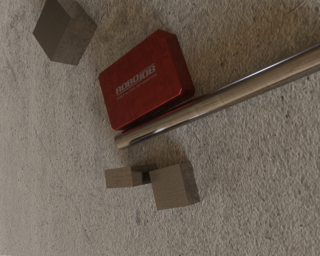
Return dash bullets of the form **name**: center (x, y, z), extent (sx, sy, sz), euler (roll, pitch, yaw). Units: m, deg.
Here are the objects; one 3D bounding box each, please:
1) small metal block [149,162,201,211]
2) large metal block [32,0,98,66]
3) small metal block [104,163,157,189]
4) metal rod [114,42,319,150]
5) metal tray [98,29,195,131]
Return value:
- **small metal block**: center (0.018, 0.073, 0.389), extent (0.050, 0.025, 0.050), euler (-21, 77, 38)
- **large metal block**: center (-0.160, -0.164, 0.518), extent (0.080, 0.050, 0.080), euler (52, 120, 27)
- **small metal block**: center (-0.038, 0.064, 0.418), extent (0.050, 0.050, 0.025), euler (-12, 83, 39)
- **metal rod**: center (0.054, -0.027, 0.358), extent (0.299, 0.025, 0.025), euler (-23, 76, 37)
- **metal tray**: center (-0.023, -0.060, 0.419), extent (0.130, 0.030, 0.090), euler (-27, 74, 36)
